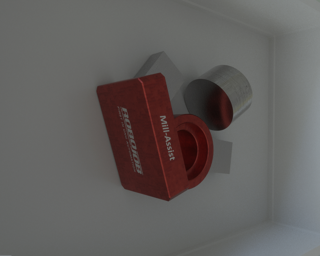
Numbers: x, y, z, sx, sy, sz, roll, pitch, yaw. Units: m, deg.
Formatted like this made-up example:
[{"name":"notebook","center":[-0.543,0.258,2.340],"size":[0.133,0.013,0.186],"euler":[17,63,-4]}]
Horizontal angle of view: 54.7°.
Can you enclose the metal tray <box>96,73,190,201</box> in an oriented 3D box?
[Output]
[{"name":"metal tray","center":[-0.021,0.010,0.346],"size":[0.030,0.090,0.129],"euler":[-22,104,-38]}]

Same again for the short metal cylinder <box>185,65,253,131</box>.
[{"name":"short metal cylinder","center":[0.083,-0.043,0.440],"size":[0.050,0.080,0.080],"euler":[-36,113,-34]}]

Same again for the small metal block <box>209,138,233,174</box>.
[{"name":"small metal block","center":[0.084,0.043,0.477],"size":[0.050,0.025,0.050],"euler":[12,82,-38]}]

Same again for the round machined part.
[{"name":"round machined part","center":[0.023,0.030,0.413],"size":[0.099,0.042,0.097],"euler":[0,90,-40]}]

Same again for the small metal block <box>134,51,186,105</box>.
[{"name":"small metal block","center":[-0.001,-0.063,0.406],"size":[0.050,0.025,0.050],"euler":[47,62,-28]}]
